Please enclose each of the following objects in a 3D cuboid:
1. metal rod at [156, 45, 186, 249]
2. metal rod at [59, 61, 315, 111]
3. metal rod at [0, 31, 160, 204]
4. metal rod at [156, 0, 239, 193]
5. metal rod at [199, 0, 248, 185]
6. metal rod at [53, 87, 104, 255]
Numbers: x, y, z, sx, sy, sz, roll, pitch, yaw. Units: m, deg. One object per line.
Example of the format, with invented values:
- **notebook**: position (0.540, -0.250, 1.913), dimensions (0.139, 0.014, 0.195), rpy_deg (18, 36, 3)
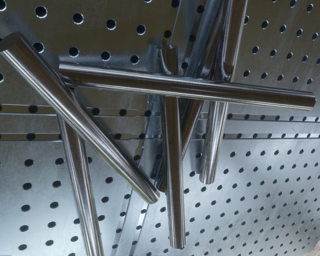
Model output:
- **metal rod**: position (0.018, 0.042, 0.419), dimensions (0.025, 0.025, 0.298), rpy_deg (-14, 116, -21)
- **metal rod**: position (0.042, -0.045, 0.357), dimensions (0.302, 0.025, 0.025), rpy_deg (5, 117, -14)
- **metal rod**: position (-0.067, 0.017, 0.360), dimensions (0.025, 0.025, 0.300), rpy_deg (-37, 137, -4)
- **metal rod**: position (0.048, -0.040, 0.411), dimensions (0.025, 0.025, 0.298), rpy_deg (4, 117, -30)
- **metal rod**: position (0.078, -0.033, 0.408), dimensions (0.025, 0.025, 0.298), rpy_deg (-16, 132, -19)
- **metal rod**: position (-0.100, 0.088, 0.409), dimensions (0.025, 0.025, 0.298), rpy_deg (-14, 124, -20)
